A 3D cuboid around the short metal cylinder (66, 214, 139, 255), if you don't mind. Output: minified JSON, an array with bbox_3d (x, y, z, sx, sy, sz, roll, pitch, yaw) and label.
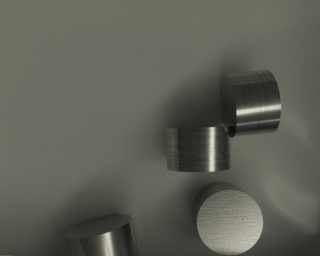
[{"bbox_3d":[-0.070,0.145,0.383,0.080,0.080,0.050,-11,90,0],"label":"short metal cylinder"}]

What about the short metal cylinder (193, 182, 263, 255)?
[{"bbox_3d":[0.085,0.114,0.400,0.081,0.050,0.079,0,90,-1],"label":"short metal cylinder"}]

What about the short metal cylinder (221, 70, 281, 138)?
[{"bbox_3d":[0.109,-0.030,0.385,0.050,0.080,0.079,-6,90,0],"label":"short metal cylinder"}]

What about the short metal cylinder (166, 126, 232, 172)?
[{"bbox_3d":[0.048,0.024,0.385,0.081,0.080,0.050,-2,90,-1],"label":"short metal cylinder"}]
